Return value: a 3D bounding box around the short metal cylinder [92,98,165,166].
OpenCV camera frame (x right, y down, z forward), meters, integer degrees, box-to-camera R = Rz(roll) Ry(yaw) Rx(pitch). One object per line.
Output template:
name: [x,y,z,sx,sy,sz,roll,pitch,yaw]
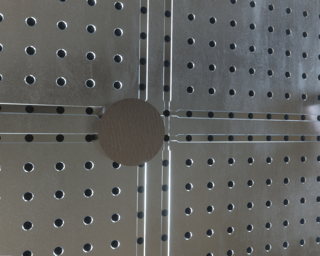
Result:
short metal cylinder: [-0.041,0.005,0.385,0.081,0.050,0.079,0,90,-20]
